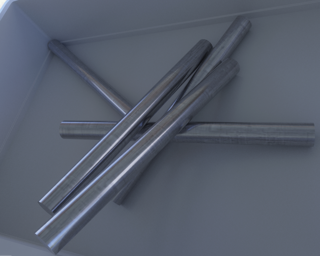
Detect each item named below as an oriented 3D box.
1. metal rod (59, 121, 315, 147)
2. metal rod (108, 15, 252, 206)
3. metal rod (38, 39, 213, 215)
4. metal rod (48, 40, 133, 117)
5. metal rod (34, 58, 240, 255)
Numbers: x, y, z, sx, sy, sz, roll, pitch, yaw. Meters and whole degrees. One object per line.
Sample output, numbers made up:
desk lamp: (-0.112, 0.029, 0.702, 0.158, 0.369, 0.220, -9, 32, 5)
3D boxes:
metal rod: (0.015, 0.005, 0.367, 0.301, 0.025, 0.025, 1, 62, 19)
metal rod: (0.029, -0.030, 0.408, 0.025, 0.025, 0.300, 29, 77, 37)
metal rod: (-0.019, -0.020, 0.366, 0.025, 0.025, 0.301, 16, 50, 34)
metal rod: (-0.120, -0.088, 0.522, 0.025, 0.025, 0.300, -46, 51, -4)
metal rod: (0.001, 0.006, 0.328, 0.025, 0.025, 0.302, 20, 49, 35)
